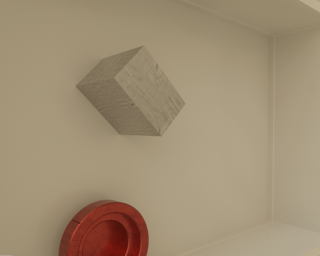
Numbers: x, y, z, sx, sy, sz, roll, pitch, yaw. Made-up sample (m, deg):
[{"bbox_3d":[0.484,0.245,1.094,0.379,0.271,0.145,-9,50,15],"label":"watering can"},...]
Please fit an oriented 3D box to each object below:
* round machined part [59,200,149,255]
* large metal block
[{"bbox_3d":[-0.064,0.128,0.342,0.099,0.042,0.097,2,86,-39],"label":"round machined part"},{"bbox_3d":[-0.033,-0.037,0.345,0.080,0.080,0.050,52,60,-28],"label":"large metal block"}]
